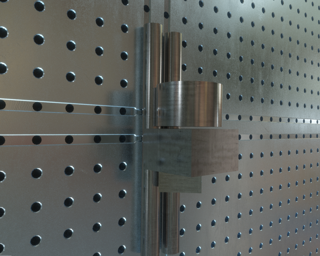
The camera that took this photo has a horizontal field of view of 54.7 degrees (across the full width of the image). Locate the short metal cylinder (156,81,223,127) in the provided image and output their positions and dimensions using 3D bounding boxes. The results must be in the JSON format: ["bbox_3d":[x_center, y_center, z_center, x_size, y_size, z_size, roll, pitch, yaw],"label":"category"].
[{"bbox_3d":[0.036,-0.027,0.377,0.081,0.080,0.050,1,90,-40],"label":"short metal cylinder"}]

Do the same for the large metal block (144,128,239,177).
[{"bbox_3d":[0.037,0.026,0.374,0.081,0.080,0.050,0,90,-40],"label":"large metal block"}]

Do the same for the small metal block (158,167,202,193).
[{"bbox_3d":[0.026,0.063,0.387,0.050,0.050,0.025,3,87,-85],"label":"small metal block"}]

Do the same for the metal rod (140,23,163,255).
[{"bbox_3d":[-0.011,0.016,0.403,0.025,0.025,0.298,1,89,-40],"label":"metal rod"}]

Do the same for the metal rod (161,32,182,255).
[{"bbox_3d":[0.016,0.020,0.426,0.025,0.025,0.298,1,89,-40],"label":"metal rod"}]
